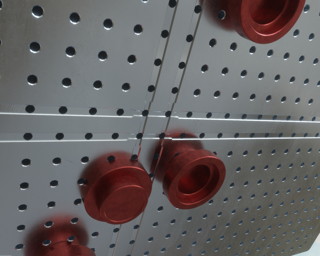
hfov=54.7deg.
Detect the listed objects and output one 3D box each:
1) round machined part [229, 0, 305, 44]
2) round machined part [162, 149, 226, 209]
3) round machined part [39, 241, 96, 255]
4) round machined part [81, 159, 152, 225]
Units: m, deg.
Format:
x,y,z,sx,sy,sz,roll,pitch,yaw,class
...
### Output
x,y,z,sx,sy,sz,roll,pitch,yaw,class
0.124,-0.155,0.374,0.099,0.042,0.097,-14,125,-21,round machined part
0.048,0.073,0.474,0.099,0.042,0.097,-14,125,-21,round machined part
-0.142,0.206,0.451,0.099,0.042,0.097,-14,125,-21,round machined part
-0.055,0.094,0.430,0.099,0.042,0.097,-14,125,-21,round machined part
